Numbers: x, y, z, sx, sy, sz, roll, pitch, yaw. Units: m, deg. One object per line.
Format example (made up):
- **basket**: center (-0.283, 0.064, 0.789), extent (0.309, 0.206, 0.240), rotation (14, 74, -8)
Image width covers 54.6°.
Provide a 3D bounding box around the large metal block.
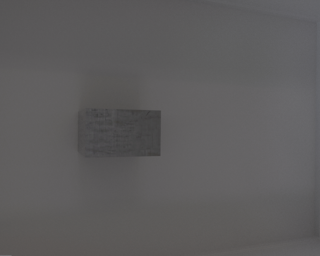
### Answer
- **large metal block**: center (-0.051, 0.005, 0.362), extent (0.081, 0.080, 0.050), rotation (1, 90, -20)
